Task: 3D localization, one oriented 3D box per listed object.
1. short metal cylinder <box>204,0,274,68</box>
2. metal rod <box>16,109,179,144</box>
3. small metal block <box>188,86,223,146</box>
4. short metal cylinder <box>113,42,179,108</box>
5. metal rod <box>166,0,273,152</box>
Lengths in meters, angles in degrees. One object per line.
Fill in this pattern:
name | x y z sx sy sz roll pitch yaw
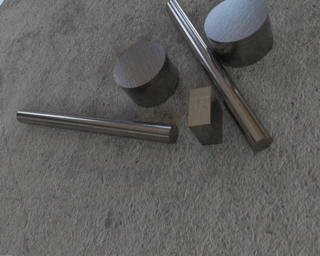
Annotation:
short metal cylinder | 0.105 -0.128 0.411 0.080 0.050 0.080 -13 56 21
metal rod | -0.111 -0.006 0.465 0.300 0.025 0.025 6 65 31
small metal block | 0.055 -0.013 0.367 0.025 0.050 0.050 -8 58 24
short metal cylinder | -0.019 -0.076 0.444 0.080 0.050 0.080 -13 56 21
metal rod | 0.066 -0.092 0.425 0.025 0.025 0.299 -29 52 9
